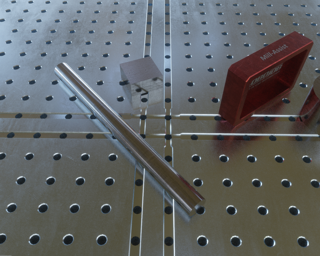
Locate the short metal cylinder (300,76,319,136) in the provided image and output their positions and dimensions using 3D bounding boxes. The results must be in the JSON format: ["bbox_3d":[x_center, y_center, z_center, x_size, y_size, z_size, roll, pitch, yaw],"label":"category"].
[{"bbox_3d":[0.240,-0.030,0.420,0.081,0.050,0.080,0,50,0],"label":"short metal cylinder"}]

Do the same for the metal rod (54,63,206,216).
[{"bbox_3d":[-0.056,-0.002,0.408,0.025,0.025,0.300,-33,58,-25],"label":"metal rod"}]

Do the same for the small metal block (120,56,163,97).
[{"bbox_3d":[-0.029,-0.080,0.474,0.050,0.025,0.050,-18,53,-15],"label":"small metal block"}]

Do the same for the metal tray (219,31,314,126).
[{"bbox_3d":[0.143,-0.067,0.423,0.131,0.089,0.030,-30,57,-23],"label":"metal tray"}]
